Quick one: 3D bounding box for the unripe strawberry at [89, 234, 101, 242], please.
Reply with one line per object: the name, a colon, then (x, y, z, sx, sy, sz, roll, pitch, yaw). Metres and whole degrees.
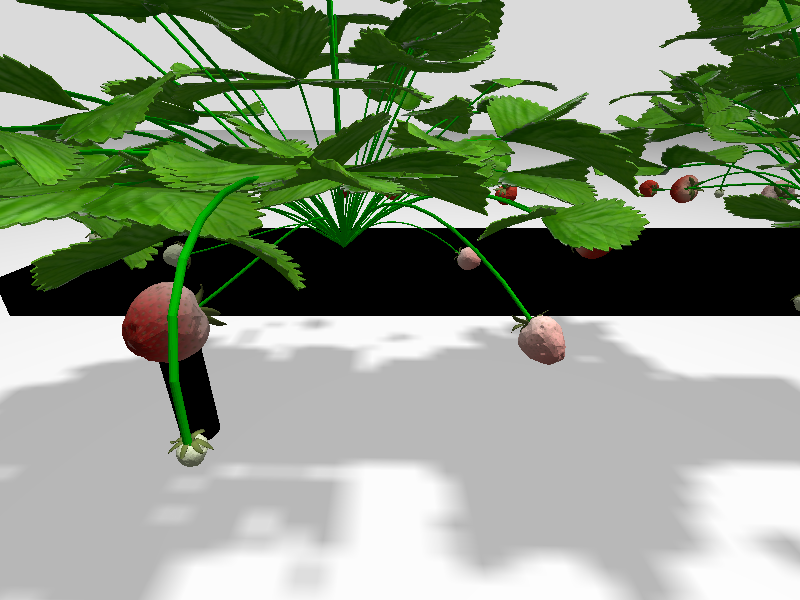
unripe strawberry: (-0.243, -0.048, 0.321, 0.011, 0.013, 0.013, -5, 25, -10)

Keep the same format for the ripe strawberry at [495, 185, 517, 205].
ripe strawberry: (0.140, -0.137, 0.521, 0.027, 0.030, 0.029, 24, -10, 41)

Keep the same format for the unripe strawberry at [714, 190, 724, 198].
unripe strawberry: (0.432, -0.143, 0.542, 0.011, 0.011, 0.010, 4, 25, 8)

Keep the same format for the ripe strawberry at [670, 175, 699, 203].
ripe strawberry: (0.381, -0.148, 0.538, 0.031, 0.035, 0.034, -2, 8, -5)

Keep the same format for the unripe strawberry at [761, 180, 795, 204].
unripe strawberry: (0.467, -0.131, 0.498, 0.032, 0.037, 0.035, 10, 26, 21)

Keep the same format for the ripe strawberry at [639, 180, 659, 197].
ripe strawberry: (0.361, -0.162, 0.583, 0.024, 0.025, 0.026, -4, 24, -8)

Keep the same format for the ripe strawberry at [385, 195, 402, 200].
ripe strawberry: (-0.009, -0.158, 0.565, 0.032, 0.034, 0.035, 4, 15, 9)

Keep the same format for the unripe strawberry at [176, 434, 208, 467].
unripe strawberry: (-0.066, 0.049, 0.128, 0.009, 0.010, 0.010, 2, 25, 3)

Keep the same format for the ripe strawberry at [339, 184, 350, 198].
ripe strawberry: (-0.078, -0.154, 0.559, 0.021, 0.021, 0.018, -3, 25, -6)

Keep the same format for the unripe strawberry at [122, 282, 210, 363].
unripe strawberry: (-0.110, 0.012, 0.187, 0.033, 0.038, 0.036, 8, 26, 16)

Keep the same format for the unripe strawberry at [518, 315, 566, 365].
unripe strawberry: (0.067, 0.020, 0.188, 0.020, 0.022, 0.023, -15, -26, -29)

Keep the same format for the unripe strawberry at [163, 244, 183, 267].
unripe strawberry: (-0.174, -0.034, 0.310, 0.017, 0.018, 0.016, -11, 27, -21)

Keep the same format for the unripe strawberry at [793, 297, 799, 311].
unripe strawberry: (0.233, 0.002, 0.232, 0.010, 0.010, 0.009, -19, 31, -36)

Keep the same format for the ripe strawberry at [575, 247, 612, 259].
ripe strawberry: (0.158, -0.047, 0.326, 0.030, 0.026, 0.030, 12, 26, 5)

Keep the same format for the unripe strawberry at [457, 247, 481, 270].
unripe strawberry: (0.053, -0.031, 0.307, 0.017, 0.017, 0.016, 26, 33, 20)
